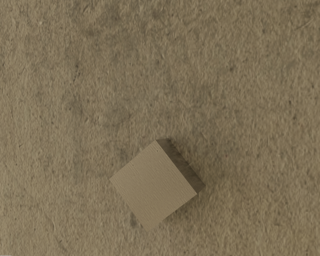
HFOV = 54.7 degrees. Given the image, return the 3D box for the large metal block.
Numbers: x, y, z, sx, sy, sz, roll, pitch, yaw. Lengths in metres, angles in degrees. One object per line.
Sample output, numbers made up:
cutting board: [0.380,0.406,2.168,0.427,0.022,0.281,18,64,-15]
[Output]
large metal block: [-0.002,0.070,0.396,0.080,0.050,0.080,-41,78,15]
